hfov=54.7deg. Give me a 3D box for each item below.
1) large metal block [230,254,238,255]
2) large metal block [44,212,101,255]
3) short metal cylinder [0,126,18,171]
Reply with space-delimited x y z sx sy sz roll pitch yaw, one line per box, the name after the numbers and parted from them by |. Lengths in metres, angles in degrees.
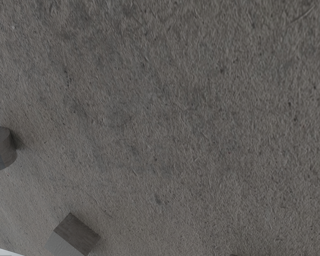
0.134 0.242 0.450 0.080 0.080 0.050 6 121 25 | large metal block
-0.178 0.231 0.628 0.080 0.050 0.080 37 129 3 | large metal block
-0.306 0.038 0.556 0.080 0.080 0.050 11 123 22 | short metal cylinder
